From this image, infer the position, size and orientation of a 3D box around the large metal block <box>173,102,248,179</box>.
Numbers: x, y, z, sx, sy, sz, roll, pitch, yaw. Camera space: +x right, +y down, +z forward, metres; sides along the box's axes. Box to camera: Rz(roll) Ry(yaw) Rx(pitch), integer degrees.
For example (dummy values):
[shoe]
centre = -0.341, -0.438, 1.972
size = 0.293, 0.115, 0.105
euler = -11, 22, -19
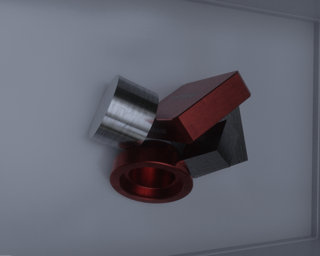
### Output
[large metal block]
centre = 0.063, 0.012, 0.412
size = 0.081, 0.050, 0.079
euler = -15, 100, -20

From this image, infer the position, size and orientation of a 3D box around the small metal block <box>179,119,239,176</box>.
[small metal block]
centre = 0.055, 0.022, 0.345
size = 0.025, 0.050, 0.050
euler = 50, 43, -21

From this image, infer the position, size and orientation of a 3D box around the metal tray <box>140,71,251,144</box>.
[metal tray]
centre = 0.032, -0.023, 0.366
size = 0.090, 0.130, 0.030
euler = -37, 103, -17

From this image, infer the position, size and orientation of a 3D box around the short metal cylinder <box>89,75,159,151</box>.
[short metal cylinder]
centre = -0.043, -0.016, 0.364
size = 0.050, 0.080, 0.080
euler = 24, 82, -19

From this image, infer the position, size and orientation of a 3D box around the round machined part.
[round machined part]
centre = -0.009, 0.051, 0.378
size = 0.099, 0.097, 0.042
euler = 22, 47, -19
